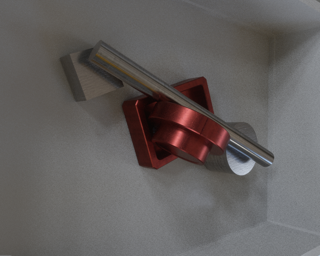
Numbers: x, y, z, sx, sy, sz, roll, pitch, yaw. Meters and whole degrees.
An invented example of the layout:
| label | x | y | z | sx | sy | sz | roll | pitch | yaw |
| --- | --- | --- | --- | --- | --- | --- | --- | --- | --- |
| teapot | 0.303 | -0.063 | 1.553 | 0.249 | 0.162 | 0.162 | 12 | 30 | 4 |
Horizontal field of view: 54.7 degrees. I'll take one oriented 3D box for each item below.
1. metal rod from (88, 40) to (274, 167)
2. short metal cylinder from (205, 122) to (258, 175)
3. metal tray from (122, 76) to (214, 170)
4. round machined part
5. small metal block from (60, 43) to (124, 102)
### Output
| label | x | y | z | sx | sy | sz | roll | pitch | yaw |
| --- | --- | --- | --- | --- | --- | --- | --- | --- | --- |
| metal rod | 0.048 | -0.016 | 0.393 | 0.301 | 0.025 | 0.025 | 29 | 72 | -30 |
| short metal cylinder | 0.108 | 0.031 | 0.482 | 0.081 | 0.050 | 0.079 | 0 | 90 | -40 |
| metal tray | 0.019 | -0.011 | 0.419 | 0.131 | 0.030 | 0.089 | -25 | 106 | -38 |
| round machined part | 0.029 | 0.011 | 0.367 | 0.098 | 0.098 | 0.042 | 34 | 77 | -35 |
| small metal block | -0.074 | -0.061 | 0.343 | 0.050 | 0.025 | 0.050 | -28 | 108 | -37 |
